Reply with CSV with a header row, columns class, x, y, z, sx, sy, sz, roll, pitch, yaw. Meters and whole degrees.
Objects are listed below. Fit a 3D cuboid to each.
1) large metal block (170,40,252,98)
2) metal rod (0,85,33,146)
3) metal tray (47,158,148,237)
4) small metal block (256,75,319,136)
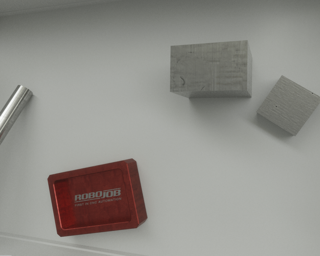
class,x,y,z,sx,sy,sz,roll,pitch,yaw
large metal block,0.063,-0.063,0.359,0.080,0.080,0.050,1,91,19
metal rod,-0.268,0.069,0.434,0.025,0.025,0.300,17,69,19
metal tray,-0.090,0.099,0.438,0.130,0.030,0.089,-13,86,19
small metal block,0.148,-0.025,0.358,0.050,0.025,0.050,35,101,16
